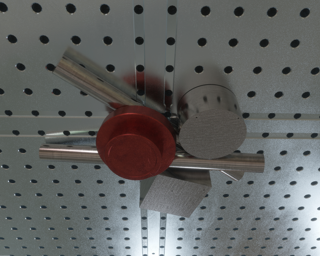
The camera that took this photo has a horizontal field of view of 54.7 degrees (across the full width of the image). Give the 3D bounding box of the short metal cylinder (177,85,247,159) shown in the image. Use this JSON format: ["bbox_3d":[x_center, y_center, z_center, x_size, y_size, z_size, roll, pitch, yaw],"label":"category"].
[{"bbox_3d":[0.063,-0.007,0.389,0.081,0.050,0.079,0,130,0],"label":"short metal cylinder"}]

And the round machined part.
[{"bbox_3d":[-0.030,0.025,0.377,0.099,0.042,0.097,3,122,4],"label":"round machined part"}]

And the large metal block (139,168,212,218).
[{"bbox_3d":[0.021,0.084,0.465,0.081,0.050,0.079,16,128,-13],"label":"large metal block"}]

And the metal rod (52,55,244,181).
[{"bbox_3d":[0.002,-0.001,0.411,0.301,0.025,0.025,31,123,-24],"label":"metal rod"}]

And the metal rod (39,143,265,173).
[{"bbox_3d":[-0.016,0.040,0.421,0.302,0.025,0.025,2,131,7],"label":"metal rod"}]
